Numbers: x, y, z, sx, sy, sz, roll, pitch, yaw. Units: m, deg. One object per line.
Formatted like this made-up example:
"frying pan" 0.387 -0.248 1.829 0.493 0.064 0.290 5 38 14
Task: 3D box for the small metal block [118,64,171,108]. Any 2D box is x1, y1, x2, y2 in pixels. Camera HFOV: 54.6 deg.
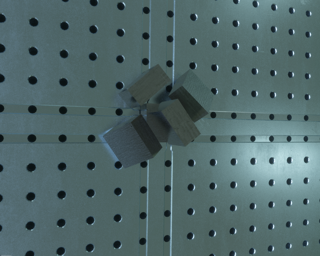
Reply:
"small metal block" -0.021 -0.051 0.391 0.050 0.050 0.025 -43 104 -15

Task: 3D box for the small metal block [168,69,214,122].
"small metal block" 0.043 -0.044 0.414 0.050 0.025 0.050 44 36 -15

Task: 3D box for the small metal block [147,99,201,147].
"small metal block" 0.016 -0.006 0.378 0.025 0.050 0.050 -38 103 -17

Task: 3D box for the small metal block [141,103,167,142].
"small metal block" 0.002 -0.006 0.413 0.050 0.025 0.050 1 90 -21

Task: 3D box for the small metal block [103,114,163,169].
"small metal block" -0.034 0.017 0.384 0.050 0.050 0.025 58 36 -11
